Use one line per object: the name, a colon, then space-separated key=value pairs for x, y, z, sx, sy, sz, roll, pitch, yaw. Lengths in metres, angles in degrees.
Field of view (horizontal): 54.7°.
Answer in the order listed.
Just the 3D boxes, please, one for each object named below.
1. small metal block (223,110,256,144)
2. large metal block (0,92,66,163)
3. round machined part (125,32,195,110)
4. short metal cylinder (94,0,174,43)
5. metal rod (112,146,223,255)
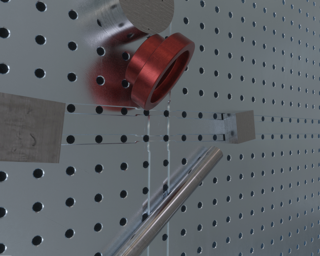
small metal block: x=0.134 y=-0.003 z=0.523 sx=0.050 sy=0.025 sz=0.050 roll=-10 pitch=97 yaw=-40
large metal block: x=-0.137 y=0.000 z=0.259 sx=0.081 sy=0.080 sz=0.050 roll=8 pitch=85 yaw=-40
round machined part: x=-0.004 y=-0.072 z=0.371 sx=0.042 sy=0.098 sz=0.098 roll=37 pitch=61 yaw=8
short metal cylinder: x=-0.030 y=-0.147 z=0.368 sx=0.081 sy=0.050 sz=0.079 roll=0 pitch=90 yaw=-40
metal rod: x=-0.007 y=0.124 z=0.403 sx=0.302 sy=0.025 sz=0.025 roll=-42 pitch=116 yaw=-32
